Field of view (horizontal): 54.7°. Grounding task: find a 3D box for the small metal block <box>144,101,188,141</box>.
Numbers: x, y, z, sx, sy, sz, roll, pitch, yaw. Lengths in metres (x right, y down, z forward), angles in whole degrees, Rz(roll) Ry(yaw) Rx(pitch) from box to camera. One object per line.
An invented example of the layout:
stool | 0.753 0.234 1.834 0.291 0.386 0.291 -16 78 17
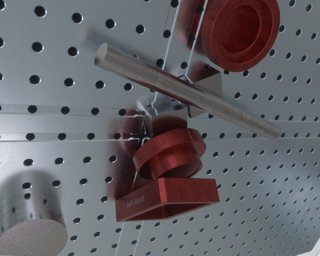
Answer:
small metal block | 0.008 -0.005 0.412 0.050 0.025 0.050 -15 125 -20

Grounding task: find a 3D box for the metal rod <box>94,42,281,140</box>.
metal rod | 0.059 -0.033 0.390 0.302 0.025 0.025 19 109 -35

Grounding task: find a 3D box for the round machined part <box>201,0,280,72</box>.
round machined part | 0.092 -0.121 0.375 0.099 0.042 0.097 -14 124 -21

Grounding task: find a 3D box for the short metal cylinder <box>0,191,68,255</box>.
short metal cylinder | -0.161 0.126 0.385 0.081 0.050 0.079 -14 124 -21

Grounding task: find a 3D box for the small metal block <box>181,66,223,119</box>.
small metal block | 0.054 -0.048 0.411 0.050 0.025 0.050 -24 127 -14

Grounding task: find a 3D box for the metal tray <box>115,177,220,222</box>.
metal tray | 0.006 0.101 0.426 0.091 0.030 0.129 8 152 -32

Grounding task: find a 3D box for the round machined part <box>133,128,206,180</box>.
round machined part | 0.017 0.045 0.413 0.099 0.042 0.098 -19 152 -10
